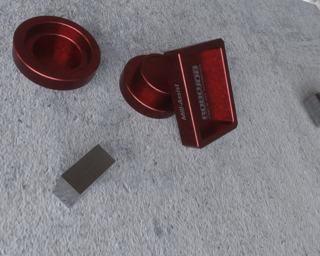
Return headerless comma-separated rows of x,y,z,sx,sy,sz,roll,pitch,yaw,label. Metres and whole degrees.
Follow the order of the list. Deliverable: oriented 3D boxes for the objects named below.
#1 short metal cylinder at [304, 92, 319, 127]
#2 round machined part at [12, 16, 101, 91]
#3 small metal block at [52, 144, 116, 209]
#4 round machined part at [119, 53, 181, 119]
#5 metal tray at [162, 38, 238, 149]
0.316,-0.041,0.568,0.081,0.080,0.050,-10,67,-33,short metal cylinder
-0.126,-0.086,0.378,0.099,0.042,0.098,14,56,-21,round machined part
-0.078,0.050,0.316,0.025,0.050,0.050,44,51,1,small metal block
-0.003,-0.065,0.432,0.099,0.042,0.098,14,56,-21,round machined part
0.058,-0.048,0.419,0.091,0.030,0.129,-25,109,-37,metal tray
